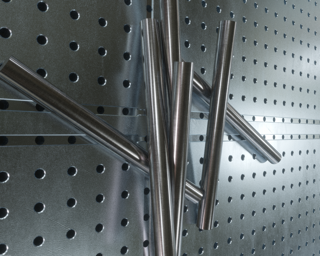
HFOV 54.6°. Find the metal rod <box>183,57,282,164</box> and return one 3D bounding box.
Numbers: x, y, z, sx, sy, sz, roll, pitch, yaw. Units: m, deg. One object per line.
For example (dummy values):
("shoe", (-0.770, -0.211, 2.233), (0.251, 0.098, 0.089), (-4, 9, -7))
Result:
("metal rod", (0.119, -0.016, 0.507), (0.301, 0.025, 0.025), (36, 68, -34))

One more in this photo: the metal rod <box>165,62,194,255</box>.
("metal rod", (0.020, 0.069, 0.392), (0.025, 0.025, 0.298), (-6, 104, -40))

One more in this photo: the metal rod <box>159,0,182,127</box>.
("metal rod", (0.015, -0.097, 0.399), (0.025, 0.025, 0.298), (-11, 102, -39))

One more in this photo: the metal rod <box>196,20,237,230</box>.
("metal rod", (0.081, 0.000, 0.450), (0.025, 0.025, 0.298), (1, 97, -40))

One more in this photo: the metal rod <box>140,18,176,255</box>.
("metal rod", (-0.003, 0.013, 0.376), (0.025, 0.025, 0.299), (3, 80, -40))

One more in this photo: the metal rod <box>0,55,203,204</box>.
("metal rod", (-0.047, 0.020, 0.369), (0.301, 0.025, 0.025), (38, 67, -33))
